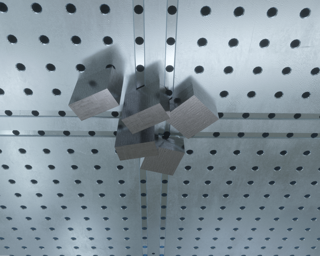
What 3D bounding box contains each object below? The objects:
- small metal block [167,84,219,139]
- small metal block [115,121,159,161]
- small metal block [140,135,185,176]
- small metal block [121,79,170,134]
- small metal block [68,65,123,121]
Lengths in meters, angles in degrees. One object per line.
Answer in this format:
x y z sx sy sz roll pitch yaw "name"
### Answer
0.039 -0.020 0.395 0.050 0.025 0.050 -35 122 26 "small metal block"
-0.029 0.013 0.406 0.050 0.050 0.025 -9 130 7 "small metal block"
0.003 0.038 0.445 0.050 0.025 0.050 14 129 -12 "small metal block"
-0.016 -0.026 0.373 0.050 0.050 0.025 -22 127 17 "small metal block"
-0.073 -0.041 0.359 0.050 0.050 0.025 -20 127 16 "small metal block"
